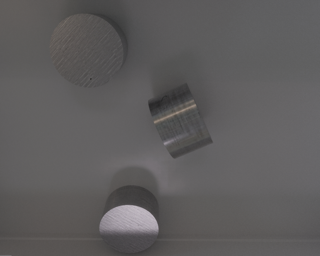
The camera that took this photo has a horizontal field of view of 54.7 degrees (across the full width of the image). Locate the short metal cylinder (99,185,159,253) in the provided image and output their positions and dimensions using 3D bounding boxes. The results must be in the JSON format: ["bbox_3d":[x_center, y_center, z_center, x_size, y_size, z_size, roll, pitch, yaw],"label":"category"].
[{"bbox_3d":[-0.042,0.130,0.445,0.081,0.050,0.079,0,110,0],"label":"short metal cylinder"}]

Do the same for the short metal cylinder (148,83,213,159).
[{"bbox_3d":[0.026,-0.009,0.379,0.050,0.080,0.080,-24,109,8],"label":"short metal cylinder"}]

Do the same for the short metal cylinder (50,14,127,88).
[{"bbox_3d":[-0.080,-0.092,0.363,0.081,0.050,0.079,0,110,0],"label":"short metal cylinder"}]
